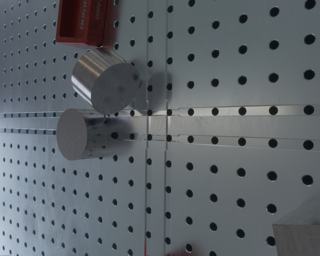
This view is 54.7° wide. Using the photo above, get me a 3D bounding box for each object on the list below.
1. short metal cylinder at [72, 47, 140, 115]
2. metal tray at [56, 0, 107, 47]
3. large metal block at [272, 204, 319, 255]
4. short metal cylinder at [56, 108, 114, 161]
[{"bbox_3d":[-0.075,-0.066,0.436,0.050,0.081,0.079,40,114,32],"label":"short metal cylinder"},{"bbox_3d":[-0.129,-0.202,0.512,0.090,0.030,0.129,14,99,39],"label":"metal tray"},{"bbox_3d":[0.140,0.111,0.258,0.050,0.081,0.080,-14,82,39],"label":"large metal block"},{"bbox_3d":[-0.120,0.010,0.492,0.080,0.050,0.079,0,90,40],"label":"short metal cylinder"}]
